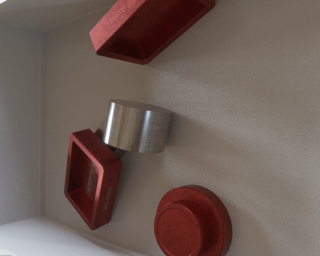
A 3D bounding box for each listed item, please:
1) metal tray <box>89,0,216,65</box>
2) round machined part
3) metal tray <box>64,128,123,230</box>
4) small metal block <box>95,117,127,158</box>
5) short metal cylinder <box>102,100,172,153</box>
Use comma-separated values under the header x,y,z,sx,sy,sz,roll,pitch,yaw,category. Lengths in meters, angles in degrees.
x,y,z,sx,sy,sz,roll,pitch,yaw,category
-0.010,-0.130,0.371,0.130,0.091,0.030,-33,70,35,metal tray
0.032,0.119,0.368,0.098,0.042,0.097,0,90,39,round machined part
-0.105,0.078,0.466,0.090,0.030,0.129,39,128,32,metal tray
-0.072,0.018,0.464,0.050,0.025,0.050,52,120,27,small metal block
-0.029,-0.004,0.393,0.080,0.081,0.050,19,102,38,short metal cylinder
